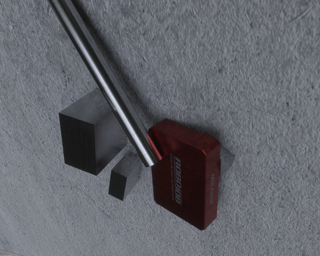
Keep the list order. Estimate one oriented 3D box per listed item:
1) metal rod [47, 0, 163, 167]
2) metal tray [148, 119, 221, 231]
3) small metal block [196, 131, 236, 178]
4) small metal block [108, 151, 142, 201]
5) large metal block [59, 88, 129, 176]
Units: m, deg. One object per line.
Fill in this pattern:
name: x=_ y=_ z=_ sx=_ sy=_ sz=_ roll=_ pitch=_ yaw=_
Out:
metal rod: x=-0.082 y=-0.086 z=0.372 sx=0.025 sy=0.025 sz=0.299 roll=-25 pitch=99 yaw=36
metal tray: x=0.031 y=0.061 z=0.407 sx=0.090 sy=0.030 sz=0.129 roll=22 pitch=129 yaw=37
small metal block: x=0.059 y=0.041 z=0.400 sx=0.050 sy=0.025 sz=0.050 roll=39 pitch=129 yaw=1
small metal block: x=-0.050 y=0.071 z=0.459 sx=0.025 sy=0.050 sz=0.050 roll=23 pitch=127 yaw=14
large metal block: x=-0.085 y=0.003 z=0.416 sx=0.050 sy=0.080 sz=0.079 roll=18 pitch=125 yaw=18
